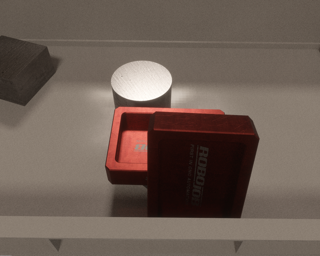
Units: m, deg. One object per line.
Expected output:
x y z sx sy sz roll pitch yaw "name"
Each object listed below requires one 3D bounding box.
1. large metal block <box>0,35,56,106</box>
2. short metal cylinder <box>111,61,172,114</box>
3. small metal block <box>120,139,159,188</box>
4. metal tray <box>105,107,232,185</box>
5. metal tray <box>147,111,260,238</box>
-0.218 -0.086 0.459 0.080 0.050 0.080 16 52 12 "large metal block"
-0.024 -0.048 0.429 0.081 0.050 0.080 0 50 0 "short metal cylinder"
-0.012 0.040 0.371 0.050 0.025 0.050 33 57 24 "small metal block"
0.010 0.019 0.353 0.131 0.030 0.090 2 50 0 "metal tray"
0.034 0.049 0.294 0.091 0.129 0.030 3 33 2 "metal tray"
